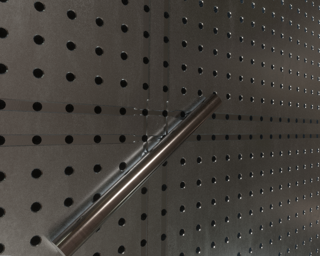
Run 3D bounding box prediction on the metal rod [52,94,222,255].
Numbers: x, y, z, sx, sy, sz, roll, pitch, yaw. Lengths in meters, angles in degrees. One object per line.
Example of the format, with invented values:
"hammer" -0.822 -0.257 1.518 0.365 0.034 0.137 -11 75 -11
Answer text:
"metal rod" -0.009 0.043 0.403 0.302 0.025 0.025 -42 116 -32
